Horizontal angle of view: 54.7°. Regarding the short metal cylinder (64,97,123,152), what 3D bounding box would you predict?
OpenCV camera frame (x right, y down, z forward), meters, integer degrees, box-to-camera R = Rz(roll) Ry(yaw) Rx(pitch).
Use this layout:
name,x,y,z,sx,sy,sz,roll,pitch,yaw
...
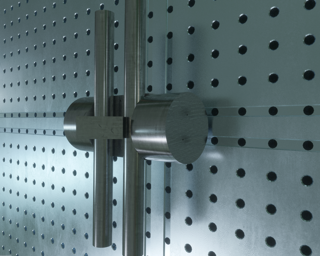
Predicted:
name,x,y,z,sx,sy,sz,roll,pitch,yaw
short metal cylinder,-0.088,-0.005,0.441,0.050,0.081,0.079,2,91,40

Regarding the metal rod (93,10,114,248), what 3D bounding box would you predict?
name,x,y,z,sx,sy,sz,roll,pitch,yaw
metal rod,-0.073,0.001,0.400,0.025,0.025,0.298,1,91,40

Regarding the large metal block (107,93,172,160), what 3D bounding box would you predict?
name,x,y,z,sx,sy,sz,roll,pitch,yaw
large metal block,-0.028,-0.002,0.411,0.080,0.050,0.079,1,91,40

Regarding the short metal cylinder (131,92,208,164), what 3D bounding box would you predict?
name,x,y,z,sx,sy,sz,roll,pitch,yaw
short metal cylinder,0.013,0.000,0.358,0.050,0.081,0.079,1,91,41

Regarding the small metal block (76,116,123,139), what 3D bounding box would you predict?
name,x,y,z,sx,sy,sz,roll,pitch,yaw
small metal block,-0.068,-0.001,0.363,0.050,0.050,0.025,-171,81,-84

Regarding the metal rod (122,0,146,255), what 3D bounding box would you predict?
name,x,y,z,sx,sy,sz,roll,pitch,yaw
metal rod,-0.030,0.000,0.365,0.025,0.025,0.298,1,91,40
